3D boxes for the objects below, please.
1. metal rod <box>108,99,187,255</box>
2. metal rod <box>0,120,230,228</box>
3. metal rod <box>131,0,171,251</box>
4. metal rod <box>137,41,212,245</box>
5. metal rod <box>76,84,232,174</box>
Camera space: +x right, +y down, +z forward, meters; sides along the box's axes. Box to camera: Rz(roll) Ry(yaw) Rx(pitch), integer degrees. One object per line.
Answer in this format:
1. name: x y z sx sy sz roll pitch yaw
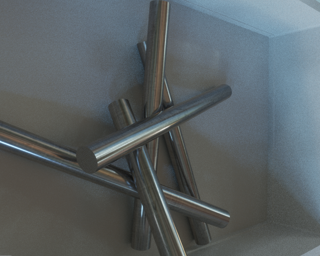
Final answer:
1. metal rod: 0.005 0.104 0.310 0.025 0.025 0.299 -5 65 -40
2. metal rod: -0.037 0.061 0.344 0.301 0.025 0.025 27 73 -27
3. metal rod: -0.012 0.000 0.379 0.025 0.025 0.298 1 95 -40
4. metal rod: 0.024 0.029 0.428 0.025 0.025 0.298 -27 107 -37
5. metal rod: 0.021 -0.016 0.378 0.302 0.025 0.025 -27 108 -52
